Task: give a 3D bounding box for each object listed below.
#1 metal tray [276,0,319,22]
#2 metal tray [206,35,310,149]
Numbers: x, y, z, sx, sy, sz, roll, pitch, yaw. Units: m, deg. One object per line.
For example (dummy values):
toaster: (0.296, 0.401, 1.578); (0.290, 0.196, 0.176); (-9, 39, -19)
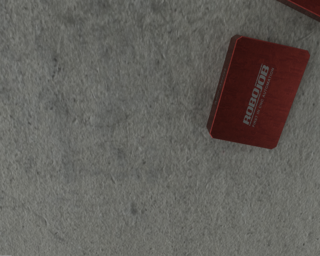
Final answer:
metal tray: (0.194, -0.190, 0.339); (0.090, 0.030, 0.129); (22, 108, -9)
metal tray: (0.120, -0.044, 0.393); (0.091, 0.030, 0.129); (11, 110, -5)
